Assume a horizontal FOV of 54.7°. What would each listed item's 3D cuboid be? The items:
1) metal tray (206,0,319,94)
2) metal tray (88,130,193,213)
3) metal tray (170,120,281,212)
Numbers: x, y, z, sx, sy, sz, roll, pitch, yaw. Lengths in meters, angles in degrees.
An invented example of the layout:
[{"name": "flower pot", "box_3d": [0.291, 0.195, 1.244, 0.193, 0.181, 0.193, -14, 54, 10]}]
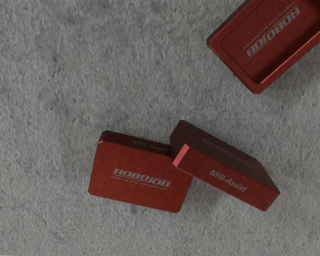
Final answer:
[{"name": "metal tray", "box_3d": [0.132, -0.116, 0.366, 0.130, 0.030, 0.090, -43, 105, 14]}, {"name": "metal tray", "box_3d": [-0.024, 0.062, 0.424, 0.131, 0.030, 0.089, 14, 117, -6]}, {"name": "metal tray", "box_3d": [0.077, 0.044, 0.392, 0.131, 0.090, 0.030, 28, 108, -10]}]
